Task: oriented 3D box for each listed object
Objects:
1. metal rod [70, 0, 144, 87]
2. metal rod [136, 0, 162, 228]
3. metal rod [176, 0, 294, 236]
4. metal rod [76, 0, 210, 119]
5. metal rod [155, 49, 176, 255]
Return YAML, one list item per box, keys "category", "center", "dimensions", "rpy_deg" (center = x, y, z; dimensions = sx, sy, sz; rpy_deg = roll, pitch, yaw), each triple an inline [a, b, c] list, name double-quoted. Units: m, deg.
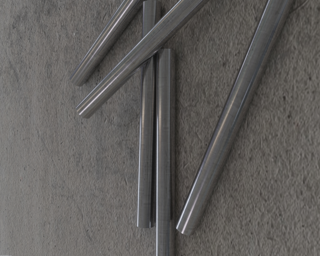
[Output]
- category: "metal rod"
  center: [-0.047, -0.168, 0.444]
  dimensions: [0.299, 0.025, 0.025]
  rpy_deg: [-44, 64, 31]
- category: "metal rod"
  center: [-0.015, -0.017, 0.417]
  dimensions: [0.025, 0.025, 0.298]
  rpy_deg: [3, 92, 40]
- category: "metal rod"
  center: [0.079, -0.012, 0.339]
  dimensions: [0.025, 0.025, 0.298]
  rpy_deg: [31, 109, 36]
- category: "metal rod"
  center: [-0.003, -0.111, 0.380]
  dimensions: [0.299, 0.025, 0.025]
  rpy_deg: [-40, 65, 23]
- category: "metal rod"
  center: [0.007, 0.050, 0.399]
  dimensions: [0.025, 0.025, 0.298]
  rpy_deg: [0, 90, 40]
